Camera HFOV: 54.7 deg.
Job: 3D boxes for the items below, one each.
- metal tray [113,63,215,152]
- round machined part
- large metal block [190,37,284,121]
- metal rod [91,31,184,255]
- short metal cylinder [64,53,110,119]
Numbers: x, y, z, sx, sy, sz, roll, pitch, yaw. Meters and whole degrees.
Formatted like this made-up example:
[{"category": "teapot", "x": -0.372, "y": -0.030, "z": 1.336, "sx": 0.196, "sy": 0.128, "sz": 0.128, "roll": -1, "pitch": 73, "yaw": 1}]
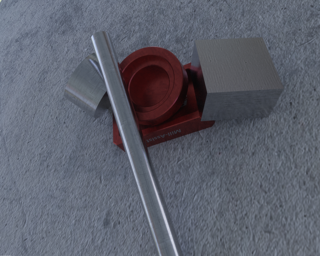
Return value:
[{"category": "metal tray", "x": 0.000, "y": -0.027, "z": 0.417, "sx": 0.130, "sy": 0.030, "sz": 0.090, "roll": -19, "pitch": 54, "yaw": 16}, {"category": "round machined part", "x": -0.010, "y": -0.051, "z": 0.399, "sx": 0.098, "sy": 0.042, "sz": 0.098, "roll": -6, "pitch": 75, "yaw": 22}, {"category": "large metal block", "x": 0.083, "y": -0.057, "z": 0.358, "sx": 0.081, "sy": 0.050, "sz": 0.080, "roll": -4, "pitch": 56, "yaw": -5}, {"category": "metal rod", "x": -0.030, "y": 0.015, "z": 0.354, "sx": 0.025, "sy": 0.025, "sz": 0.299, "roll": -24, "pitch": 70, "yaw": 13}, {"category": "short metal cylinder", "x": -0.090, "y": -0.060, "z": 0.444, "sx": 0.050, "sy": 0.080, "sz": 0.080, "roll": 35, "pitch": 79, "yaw": 2}]
